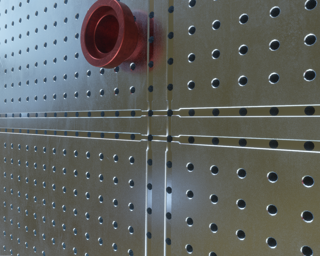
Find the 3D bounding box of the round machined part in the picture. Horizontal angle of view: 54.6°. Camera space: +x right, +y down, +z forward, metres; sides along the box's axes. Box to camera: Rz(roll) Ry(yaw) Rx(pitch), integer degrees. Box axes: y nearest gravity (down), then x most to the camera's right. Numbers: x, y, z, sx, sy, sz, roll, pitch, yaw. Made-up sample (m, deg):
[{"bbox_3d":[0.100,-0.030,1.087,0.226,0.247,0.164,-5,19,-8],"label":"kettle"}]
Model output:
[{"bbox_3d":[-0.071,-0.137,0.458,0.098,0.042,0.097,0,90,40],"label":"round machined part"}]
